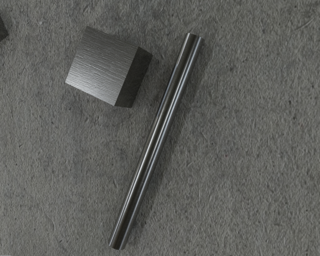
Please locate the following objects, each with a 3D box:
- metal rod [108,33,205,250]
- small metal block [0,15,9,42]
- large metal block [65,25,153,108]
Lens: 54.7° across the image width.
[{"bbox_3d":[-0.008,0.023,0.410,0.025,0.025,0.298,23,97,18],"label":"metal rod"},{"bbox_3d":[-0.284,-0.163,0.507,0.050,0.025,0.050,-30,80,17],"label":"small metal block"},{"bbox_3d":[-0.068,-0.080,0.418,0.080,0.050,0.080,26,98,17],"label":"large metal block"}]
